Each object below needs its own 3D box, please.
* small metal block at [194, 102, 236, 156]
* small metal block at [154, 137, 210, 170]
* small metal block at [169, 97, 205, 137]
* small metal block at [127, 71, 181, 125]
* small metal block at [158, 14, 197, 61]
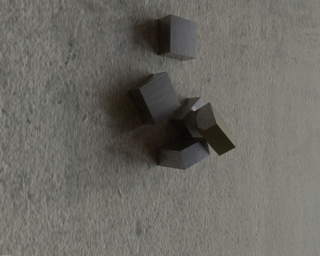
[{"bbox_3d":[0.074,0.001,0.420,0.050,0.025,0.050,46,23,-30],"label":"small metal block"},{"bbox_3d":[0.030,0.032,0.416,0.050,0.050,0.025,-24,105,-38],"label":"small metal block"},{"bbox_3d":[0.048,-0.009,0.448,0.050,0.025,0.050,-48,119,-29],"label":"small metal block"},{"bbox_3d":[-0.006,-0.039,0.401,0.050,0.025,0.050,-38,114,-33],"label":"small metal block"},{"bbox_3d":[0.025,-0.123,0.427,0.050,0.025,0.050,1,90,-40],"label":"small metal block"}]
